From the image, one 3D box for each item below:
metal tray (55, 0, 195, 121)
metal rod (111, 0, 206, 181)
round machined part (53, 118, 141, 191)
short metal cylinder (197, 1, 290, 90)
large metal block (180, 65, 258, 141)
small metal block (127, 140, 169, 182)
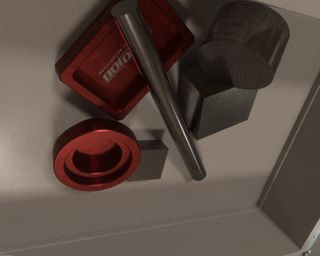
[{"bbox_3d":[-0.036,-0.081,0.336,0.130,0.030,0.090,-47,130,5],"label":"metal tray"},{"bbox_3d":[0.015,-0.016,0.378,0.025,0.025,0.299,-34,139,-6],"label":"metal rod"},{"bbox_3d":[-0.075,0.027,0.366,0.099,0.042,0.097,-11,132,-13],"label":"round machined part"},{"bbox_3d":[0.086,-0.083,0.322,0.080,0.080,0.050,40,69,-39],"label":"short metal cylinder"},{"bbox_3d":[0.073,-0.039,0.396,0.081,0.050,0.080,-21,145,-16],"label":"large metal block"},{"bbox_3d":[-0.021,0.044,0.426,0.050,0.025,0.050,0,119,-29],"label":"small metal block"}]
